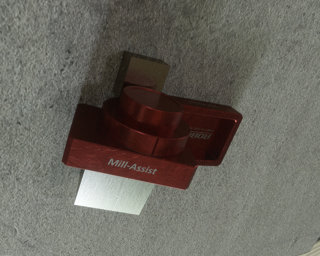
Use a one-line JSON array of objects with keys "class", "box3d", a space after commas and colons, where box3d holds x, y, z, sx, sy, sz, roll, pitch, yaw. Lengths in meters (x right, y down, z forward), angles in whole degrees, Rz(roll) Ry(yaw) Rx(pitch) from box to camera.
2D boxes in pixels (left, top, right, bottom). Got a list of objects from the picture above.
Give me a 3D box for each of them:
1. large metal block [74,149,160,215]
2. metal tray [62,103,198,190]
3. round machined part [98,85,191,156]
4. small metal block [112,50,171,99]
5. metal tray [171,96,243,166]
[{"class": "large metal block", "box3d": [-0.052, 0.055, 0.375, 0.081, 0.050, 0.079, 14, 125, -15]}, {"class": "metal tray", "box3d": [-0.032, 0.018, 0.339, 0.131, 0.090, 0.030, 14, 113, -15]}, {"class": "round machined part", "box3d": [-0.013, -0.013, 0.333, 0.099, 0.098, 0.042, 6, 115, -32]}, {"class": "small metal block", "box3d": [-0.022, -0.058, 0.362, 0.050, 0.025, 0.050, 7, 115, -32]}, {"class": "metal tray", "box3d": [0.045, 0.007, 0.436, 0.131, 0.030, 0.089, 6, 115, -32]}]
